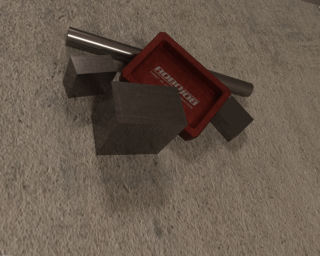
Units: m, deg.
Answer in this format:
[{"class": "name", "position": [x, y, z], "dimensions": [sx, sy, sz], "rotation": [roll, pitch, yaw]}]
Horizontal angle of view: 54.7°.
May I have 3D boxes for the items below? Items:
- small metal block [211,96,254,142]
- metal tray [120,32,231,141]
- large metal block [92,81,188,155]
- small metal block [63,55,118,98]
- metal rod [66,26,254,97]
[{"class": "small metal block", "position": [0.107, -0.015, 0.473], "dimensions": [0.050, 0.025, 0.050], "rotation": [49, 51, 6]}, {"class": "metal tray", "position": [0.021, -0.057, 0.425], "dimensions": [0.130, 0.030, 0.090], "rotation": [41, 71, -3]}, {"class": "large metal block", "position": [-0.027, -0.008, 0.360], "dimensions": [0.081, 0.080, 0.050], "rotation": [1, 61, -28]}, {"class": "small metal block", "position": [-0.087, -0.063, 0.381], "dimensions": [0.050, 0.050, 0.025], "rotation": [-11, 68, -33]}, {"class": "metal rod", "position": [0.014, -0.094, 0.469], "dimensions": [0.302, 0.025, 0.025], "rotation": [12, 57, -22]}]
